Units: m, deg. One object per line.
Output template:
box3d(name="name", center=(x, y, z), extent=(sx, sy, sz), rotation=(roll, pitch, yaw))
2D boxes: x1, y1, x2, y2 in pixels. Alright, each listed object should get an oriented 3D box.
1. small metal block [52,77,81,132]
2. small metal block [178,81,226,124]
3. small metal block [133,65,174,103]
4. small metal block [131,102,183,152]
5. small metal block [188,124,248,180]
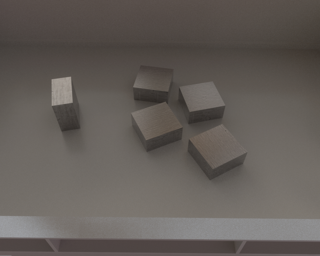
box3d(name="small metal block", center=(-0.125, -0.032, 0.414), extent=(0.025, 0.050, 0.050), rotation=(-10, 51, -8))
box3d(name="small metal block", center=(0.058, -0.036, 0.436), extent=(0.050, 0.025, 0.050), rotation=(-10, 51, -9))
box3d(name="small metal block", center=(-0.009, -0.065, 0.460), extent=(0.050, 0.025, 0.050), rotation=(8, 50, 6))
box3d(name="small metal block", center=(-0.005, -0.002, 0.407), extent=(0.050, 0.025, 0.050), rotation=(-19, 53, -16))
box3d(name="small metal block", center=(0.070, 0.029, 0.382), extent=(0.050, 0.025, 0.050), rotation=(-23, 54, -19))
